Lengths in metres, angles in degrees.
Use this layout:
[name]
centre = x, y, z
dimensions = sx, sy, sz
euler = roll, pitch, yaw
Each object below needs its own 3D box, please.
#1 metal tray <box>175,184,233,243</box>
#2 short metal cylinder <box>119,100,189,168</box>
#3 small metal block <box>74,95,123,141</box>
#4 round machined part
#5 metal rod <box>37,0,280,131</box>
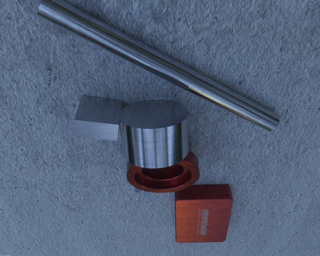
[metal tray]
centre = 0.071, 0.150, 0.533
dimensions = 0.091, 0.030, 0.129
euler = -2, 130, 1
[short metal cylinder]
centre = -0.006, 0.005, 0.369
dimensions = 0.080, 0.080, 0.050
euler = -2, 117, 1
[small metal block]
centre = -0.074, -0.013, 0.379
dimensions = 0.050, 0.050, 0.025
euler = 7, 130, -6
[round machined part]
centre = 0.004, 0.050, 0.430
dimensions = 0.099, 0.042, 0.097
euler = -2, 143, -1
[metal rod]
centre = 0.015, -0.064, 0.352
dimensions = 0.302, 0.025, 0.025
euler = 24, 126, -19
